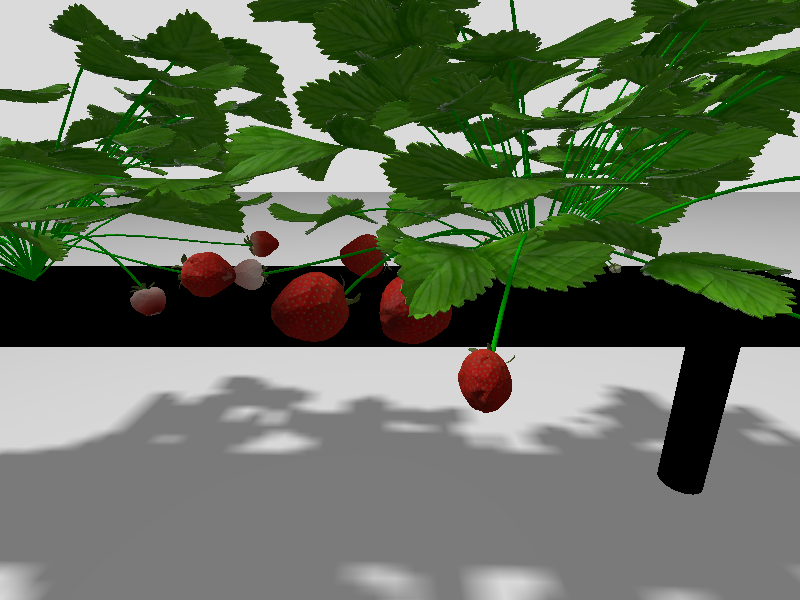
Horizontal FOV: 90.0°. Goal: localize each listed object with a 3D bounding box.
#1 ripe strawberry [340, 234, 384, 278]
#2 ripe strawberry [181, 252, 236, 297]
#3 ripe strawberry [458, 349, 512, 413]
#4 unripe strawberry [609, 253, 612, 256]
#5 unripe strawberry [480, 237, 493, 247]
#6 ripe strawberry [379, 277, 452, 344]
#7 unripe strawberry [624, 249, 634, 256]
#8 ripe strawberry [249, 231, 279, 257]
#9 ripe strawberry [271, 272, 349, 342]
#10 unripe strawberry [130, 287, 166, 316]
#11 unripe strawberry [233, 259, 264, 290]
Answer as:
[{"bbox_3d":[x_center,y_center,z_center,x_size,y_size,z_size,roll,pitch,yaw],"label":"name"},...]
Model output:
[{"bbox_3d":[-0.036,-0.041,0.374,0.042,0.041,0.039,2,17,7],"label":"ripe strawberry"},{"bbox_3d":[-0.144,-0.019,0.304,0.035,0.035,0.038,5,18,15],"label":"ripe strawberry"},{"bbox_3d":[0.032,0.032,0.155,0.021,0.024,0.023,7,34,22],"label":"ripe strawberry"},{"bbox_3d":[0.230,-0.053,0.445,0.010,0.011,0.011,-14,21,-38],"label":"unripe strawberry"},{"bbox_3d":[0.106,-0.068,0.492,0.017,0.020,0.019,-2,-3,-6],"label":"unripe strawberry"},{"bbox_3d":[0.006,0.006,0.219,0.039,0.041,0.042,13,22,37],"label":"ripe strawberry"},{"bbox_3d":[0.252,-0.052,0.441,0.010,0.010,0.009,-11,20,-32],"label":"unripe strawberry"},{"bbox_3d":[-0.157,-0.065,0.463,0.031,0.031,0.034,-10,20,-32],"label":"ripe strawberry"},{"bbox_3d":[-0.051,0.005,0.223,0.041,0.040,0.038,-14,22,-37],"label":"ripe strawberry"},{"bbox_3d":[-0.167,0.001,0.267,0.018,0.019,0.021,-33,-4,34],"label":"unripe strawberry"},{"bbox_3d":[-0.127,-0.021,0.331,0.026,0.026,0.025,-2,17,-6],"label":"unripe strawberry"}]
